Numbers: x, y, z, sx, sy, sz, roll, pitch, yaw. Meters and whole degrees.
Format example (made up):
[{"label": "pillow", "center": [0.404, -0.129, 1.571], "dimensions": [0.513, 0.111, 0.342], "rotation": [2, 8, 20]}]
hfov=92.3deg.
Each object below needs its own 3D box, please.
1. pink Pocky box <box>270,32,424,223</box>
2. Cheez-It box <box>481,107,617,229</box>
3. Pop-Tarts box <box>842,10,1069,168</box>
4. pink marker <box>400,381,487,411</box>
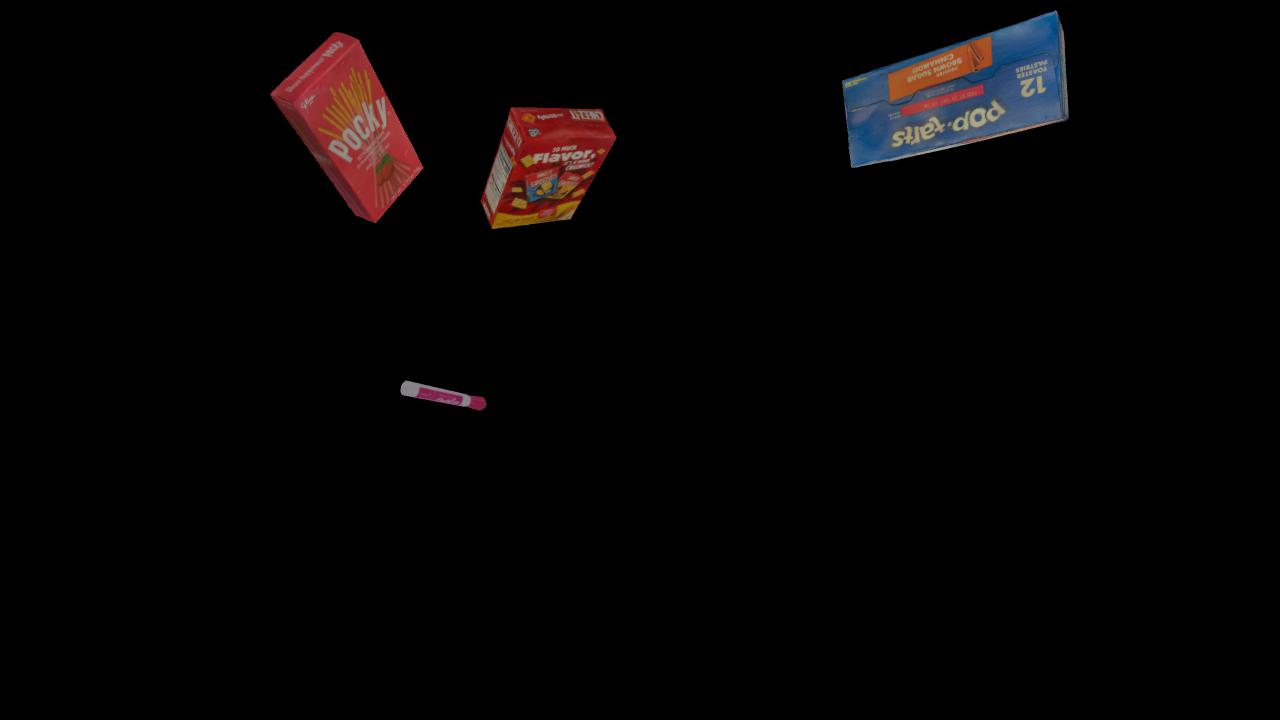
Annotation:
[{"label": "pink Pocky box", "center": [-0.260, -0.206, 0.566], "dimensions": [0.029, 0.084, 0.155], "rotation": [25, -22, 13]}, {"label": "Cheez-It box", "center": [-0.161, -0.320, 1.038], "dimensions": [0.166, 0.071, 0.223], "rotation": [-16, -17, -33]}, {"label": "Pop-Tarts box", "center": [0.295, -0.242, 0.572], "dimensions": [0.167, 0.083, 0.141], "rotation": [-4, 15, 38]}, {"label": "pink marker", "center": [-0.251, 0.048, 0.801], "dimensions": [0.020, 0.020, 0.121], "rotation": [0, -13, 41]}]
